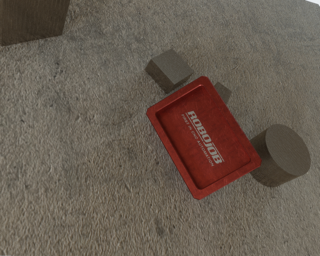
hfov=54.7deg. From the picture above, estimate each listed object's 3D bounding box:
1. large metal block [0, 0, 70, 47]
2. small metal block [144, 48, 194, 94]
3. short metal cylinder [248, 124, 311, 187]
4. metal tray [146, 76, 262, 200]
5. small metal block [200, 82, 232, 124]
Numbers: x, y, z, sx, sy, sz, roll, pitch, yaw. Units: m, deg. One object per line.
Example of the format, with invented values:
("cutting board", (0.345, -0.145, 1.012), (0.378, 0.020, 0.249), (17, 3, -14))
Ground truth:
("large metal block", (-0.161, -0.152, 0.374), (0.081, 0.080, 0.050), (-26, 76, -37))
("small metal block", (0.014, -0.086, 0.464), (0.050, 0.025, 0.050), (49, 51, 6))
("short metal cylinder", (0.170, 0.041, 0.455), (0.081, 0.050, 0.080), (14, 56, -21))
("metal tray", (0.053, 0.012, 0.387), (0.090, 0.030, 0.130), (-31, 75, 5))
("small metal block", (0.072, -0.031, 0.445), (0.025, 0.050, 0.050), (35, 51, -5))
